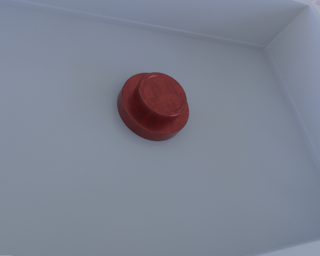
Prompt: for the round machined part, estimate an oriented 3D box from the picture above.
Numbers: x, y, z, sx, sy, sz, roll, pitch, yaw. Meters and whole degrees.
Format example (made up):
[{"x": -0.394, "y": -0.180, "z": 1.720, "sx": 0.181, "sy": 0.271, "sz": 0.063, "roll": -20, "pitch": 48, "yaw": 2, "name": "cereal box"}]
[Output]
[{"x": -0.003, "y": -0.035, "z": 0.414, "sx": 0.099, "sy": 0.042, "sz": 0.098, "roll": 13, "pitch": 56, "yaw": -21, "name": "round machined part"}]
